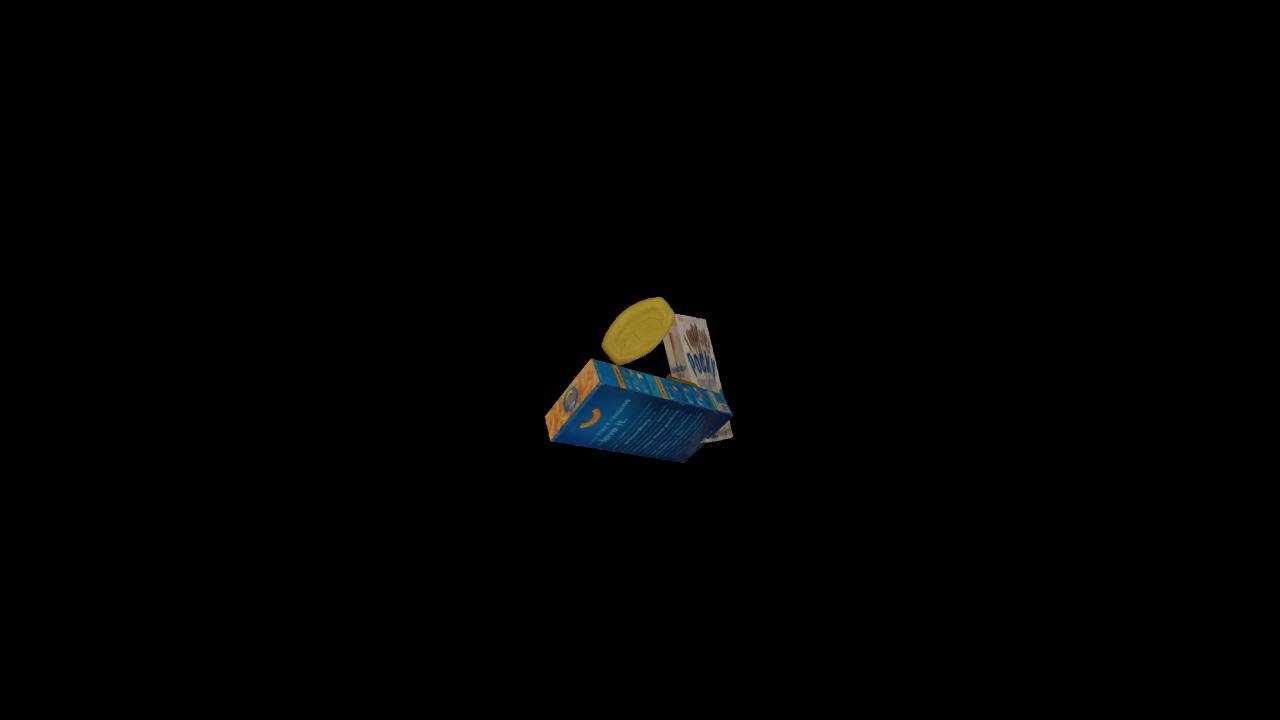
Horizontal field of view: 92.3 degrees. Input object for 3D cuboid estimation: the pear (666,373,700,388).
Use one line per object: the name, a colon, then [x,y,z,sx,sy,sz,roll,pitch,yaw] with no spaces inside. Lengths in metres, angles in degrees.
pear: [0.047,0.044,0.715,0.080,0.111,0.080,6,-39,5]

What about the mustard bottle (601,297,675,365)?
mustard bottle: [0.000,-0.032,0.765,0.054,0.092,0.184,44,0,1]

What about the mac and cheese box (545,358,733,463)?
mac and cheese box: [0.002,0.059,0.650,0.184,0.041,0.093,17,-53,-38]

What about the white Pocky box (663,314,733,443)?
white Pocky box: [0.068,0.023,0.740,0.028,0.154,0.084,-19,-12,30]
